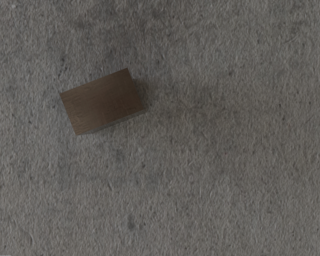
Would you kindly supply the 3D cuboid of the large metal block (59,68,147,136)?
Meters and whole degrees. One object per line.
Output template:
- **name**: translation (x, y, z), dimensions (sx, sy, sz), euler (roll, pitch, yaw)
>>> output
- **large metal block**: translation (-0.065, -0.029, 0.382), dimensions (0.080, 0.080, 0.050), euler (-21, 90, 0)
